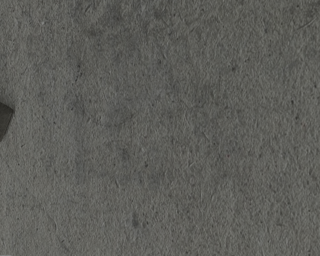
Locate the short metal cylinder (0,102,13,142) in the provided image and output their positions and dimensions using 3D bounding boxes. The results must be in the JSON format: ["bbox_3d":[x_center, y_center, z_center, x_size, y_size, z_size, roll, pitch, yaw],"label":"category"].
[{"bbox_3d":[-0.279,-0.015,0.478,0.080,0.080,0.050,26,99,18],"label":"short metal cylinder"}]
